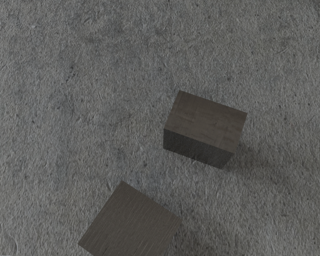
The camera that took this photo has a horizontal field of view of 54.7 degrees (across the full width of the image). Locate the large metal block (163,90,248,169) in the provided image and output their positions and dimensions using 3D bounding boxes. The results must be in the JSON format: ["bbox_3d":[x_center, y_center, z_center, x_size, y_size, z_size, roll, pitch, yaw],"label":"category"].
[{"bbox_3d":[0.051,0.005,0.377,0.080,0.080,0.050,20,71,7],"label":"large metal block"}]

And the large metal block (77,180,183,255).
[{"bbox_3d":[-0.031,0.118,0.351,0.080,0.050,0.080,31,73,10],"label":"large metal block"}]
